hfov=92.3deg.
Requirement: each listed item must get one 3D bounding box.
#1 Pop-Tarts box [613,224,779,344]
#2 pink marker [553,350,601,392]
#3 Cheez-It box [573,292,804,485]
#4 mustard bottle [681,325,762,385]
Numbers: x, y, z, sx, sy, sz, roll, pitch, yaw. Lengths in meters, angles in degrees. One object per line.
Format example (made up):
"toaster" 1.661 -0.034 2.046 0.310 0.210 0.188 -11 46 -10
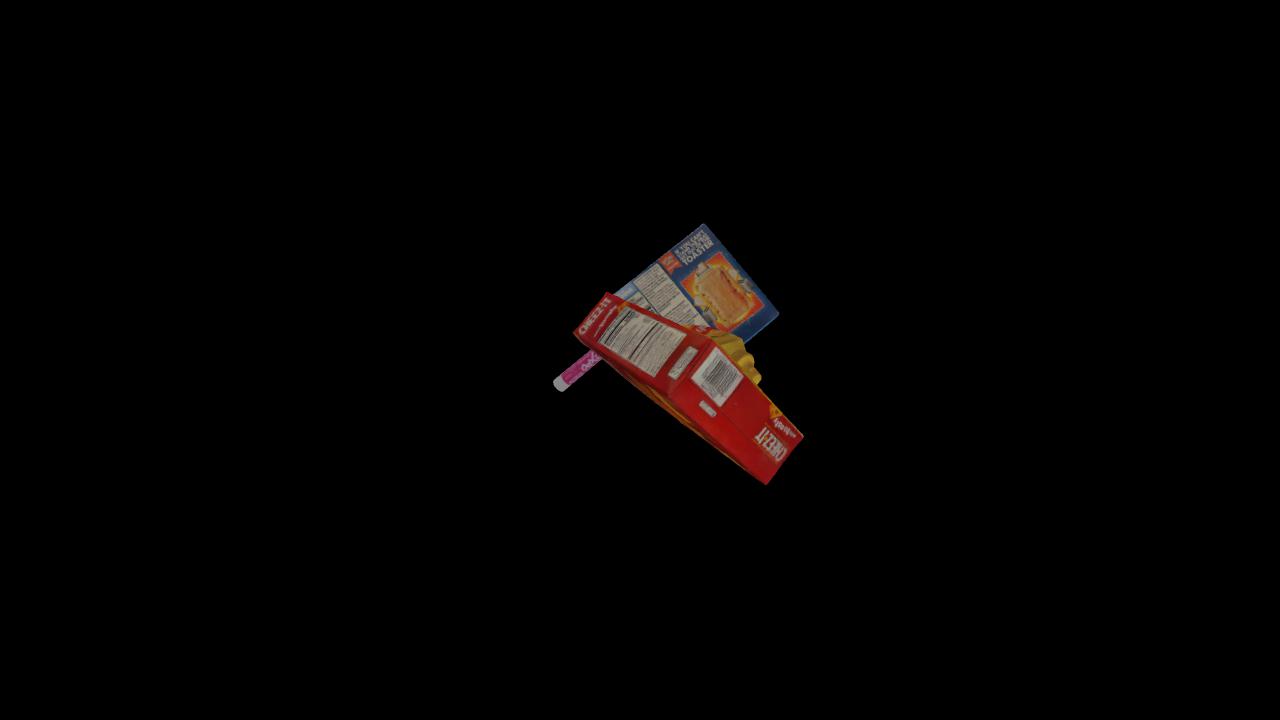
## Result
"Pop-Tarts box" 0.053 -0.051 0.738 0.167 0.141 0.083 -39 -3 -8
"pink marker" -0.057 -0.003 0.742 0.121 0.020 0.020 -39 -15 20
"Cheez-It box" 0.042 0.021 0.645 0.166 0.071 0.223 42 -5 -33
"mustard bottle" 0.069 -0.023 0.717 0.092 0.054 0.184 -10 39 -42
